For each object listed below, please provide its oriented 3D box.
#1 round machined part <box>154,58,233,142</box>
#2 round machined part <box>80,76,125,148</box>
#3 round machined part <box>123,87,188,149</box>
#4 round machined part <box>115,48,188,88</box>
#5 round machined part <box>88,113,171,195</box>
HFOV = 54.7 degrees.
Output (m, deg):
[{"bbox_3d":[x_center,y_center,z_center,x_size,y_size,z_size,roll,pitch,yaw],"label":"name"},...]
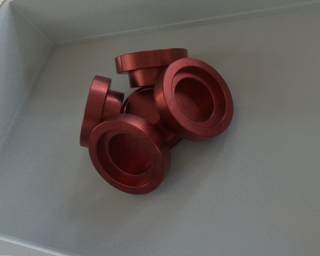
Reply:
[{"bbox_3d":[0.036,-0.030,0.369,0.042,0.099,0.098,-33,40,55],"label":"round machined part"},{"bbox_3d":[-0.075,-0.019,0.418,0.042,0.098,0.098,12,62,-8],"label":"round machined part"},{"bbox_3d":[-0.012,-0.017,0.408,0.098,0.042,0.098,-13,56,20],"label":"round machined part"},{"bbox_3d":[-0.010,-0.079,0.420,0.098,0.098,0.042,-3,98,26],"label":"round machined part"},{"bbox_3d":[-0.032,0.027,0.367,0.098,0.097,0.042,-1,25,27],"label":"round machined part"}]
